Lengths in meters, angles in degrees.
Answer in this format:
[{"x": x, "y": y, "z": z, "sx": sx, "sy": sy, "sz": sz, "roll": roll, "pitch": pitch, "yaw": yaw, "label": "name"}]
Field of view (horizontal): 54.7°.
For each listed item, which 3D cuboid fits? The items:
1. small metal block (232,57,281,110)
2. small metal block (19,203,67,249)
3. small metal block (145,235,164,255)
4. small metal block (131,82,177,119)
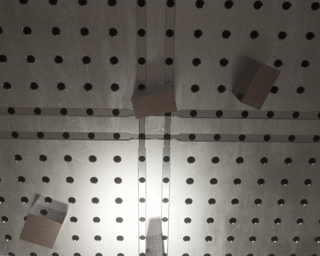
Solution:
[{"x": 0.116, "y": -0.056, "z": 0.381, "sx": 0.025, "sy": 0.050, "sz": 0.050, "roll": 21, "pitch": 109, "yaw": -8, "label": "small metal block"}, {"x": -0.175, "y": 0.147, "z": 0.465, "sx": 0.050, "sy": 0.025, "sz": 0.050, "roll": 23, "pitch": 108, "yaw": -9, "label": "small metal block"}, {"x": -0.007, "y": 0.202, "z": 0.474, "sx": 0.025, "sy": 0.050, "sz": 0.050, "roll": -5, "pitch": 110, "yaw": 1, "label": "small metal block"}, {"x": -0.007, "y": -0.036, "z": 0.387, "sx": 0.050, "sy": 0.050, "sz": 0.025, "roll": -11, "pitch": 110, "yaw": 4, "label": "small metal block"}]
